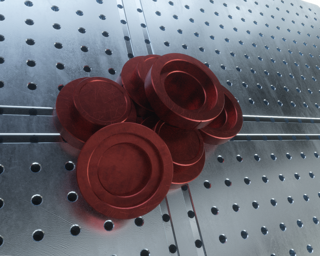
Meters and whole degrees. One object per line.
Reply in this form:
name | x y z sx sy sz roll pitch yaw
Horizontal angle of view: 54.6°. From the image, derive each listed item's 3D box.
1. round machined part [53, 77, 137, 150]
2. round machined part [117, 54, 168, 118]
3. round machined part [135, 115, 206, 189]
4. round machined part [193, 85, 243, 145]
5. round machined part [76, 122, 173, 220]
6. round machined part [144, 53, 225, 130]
round machined part | -0.073 -0.022 0.371 0.099 0.042 0.098 13 56 -21
round machined part | -0.007 -0.063 0.432 0.099 0.042 0.098 13 56 -21
round machined part | 0.016 0.023 0.390 0.099 0.042 0.098 13 56 -21
round machined part | 0.065 -0.019 0.443 0.099 0.042 0.098 13 56 -21
round machined part | -0.039 0.044 0.332 0.099 0.042 0.098 1 84 -14
round machined part | 0.026 -0.040 0.380 0.099 0.042 0.098 13 56 -21
